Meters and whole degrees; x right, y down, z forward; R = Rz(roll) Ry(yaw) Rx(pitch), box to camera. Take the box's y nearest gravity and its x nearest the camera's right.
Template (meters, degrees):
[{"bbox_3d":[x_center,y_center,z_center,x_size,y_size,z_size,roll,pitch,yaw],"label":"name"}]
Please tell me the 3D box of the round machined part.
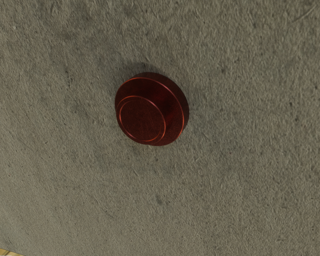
[{"bbox_3d":[-0.016,-0.018,0.394,0.098,0.042,0.097,13,124,21],"label":"round machined part"}]
